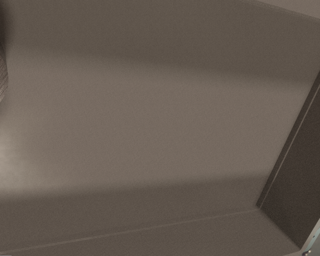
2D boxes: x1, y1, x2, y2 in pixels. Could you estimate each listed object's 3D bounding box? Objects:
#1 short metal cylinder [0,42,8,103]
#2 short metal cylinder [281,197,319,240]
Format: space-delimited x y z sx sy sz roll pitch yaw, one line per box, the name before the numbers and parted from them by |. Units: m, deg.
short metal cylinder | -0.176 -0.052 0.264 0.081 0.050 0.079 -14 125 -21
short metal cylinder | 0.325 0.205 0.704 0.081 0.050 0.079 -14 125 -21
